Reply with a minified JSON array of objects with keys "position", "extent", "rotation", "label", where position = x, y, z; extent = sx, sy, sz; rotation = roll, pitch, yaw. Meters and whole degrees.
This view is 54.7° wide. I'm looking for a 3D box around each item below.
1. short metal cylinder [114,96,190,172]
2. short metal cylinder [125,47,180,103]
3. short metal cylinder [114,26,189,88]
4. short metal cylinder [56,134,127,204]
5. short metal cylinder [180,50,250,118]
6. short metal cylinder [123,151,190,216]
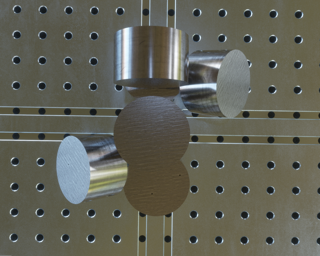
[{"position":[-0.008,0.006,0.350],"extent":[0.081,0.050,0.079],"rotation":[0,90,0],"label":"short metal cylinder"},{"position":[-0.007,-0.069,0.400],"extent":[0.081,0.050,0.079],"rotation":[0,91,0],"label":"short metal cylinder"},{"position":[-0.009,-0.073,0.334],"extent":[0.081,0.080,0.050],"rotation":[0,90,0],"label":"short metal cylinder"},{"position":[-0.085,0.048,0.380],"extent":[0.050,0.080,0.080],"rotation":[-2,90,-44],"label":"short metal cylinder"},{"position":[0.069,-0.055,0.379],"extent":[0.050,0.080,0.080],"rotation":[11,90,40],"label":"short metal cylinder"},{"position":[-0.004,0.067,0.400],"extent":[0.081,0.050,0.079],"rotation":[0,91,-1],"label":"short metal cylinder"}]
